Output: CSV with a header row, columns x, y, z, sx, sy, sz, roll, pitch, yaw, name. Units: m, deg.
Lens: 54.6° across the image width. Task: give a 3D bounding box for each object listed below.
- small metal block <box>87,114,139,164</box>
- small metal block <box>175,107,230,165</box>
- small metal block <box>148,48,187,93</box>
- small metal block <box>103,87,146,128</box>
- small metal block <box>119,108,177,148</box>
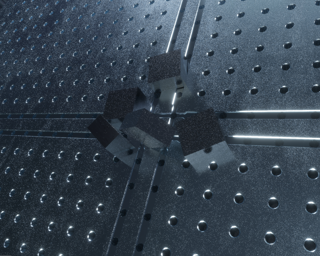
x,y,z,sx,sy,sz,roll,pitch,yaw,name
-0.063,0.015,0.417,0.025,0.050,0.050,-46,51,-4,small metal block
0.051,0.010,0.376,0.050,0.025,0.050,-23,53,14,small metal block
0.012,-0.083,0.454,0.050,0.025,0.050,-11,57,22,small metal block
-0.052,-0.029,0.455,0.050,0.025,0.050,-5,59,26,small metal block
-0.016,0.002,0.389,0.050,0.050,0.025,-10,52,60,small metal block
